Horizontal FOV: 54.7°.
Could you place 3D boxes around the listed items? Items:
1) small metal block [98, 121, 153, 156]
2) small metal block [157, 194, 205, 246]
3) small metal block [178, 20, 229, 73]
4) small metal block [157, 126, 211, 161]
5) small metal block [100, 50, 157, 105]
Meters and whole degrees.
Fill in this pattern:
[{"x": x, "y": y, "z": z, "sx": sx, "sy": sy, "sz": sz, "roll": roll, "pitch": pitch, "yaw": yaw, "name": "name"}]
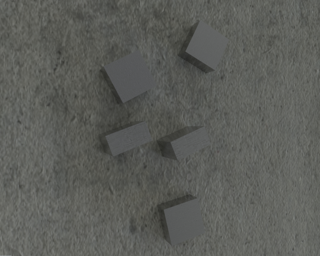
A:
[{"x": -0.044, "y": 0.012, "z": 0.380, "sx": 0.050, "sy": 0.050, "sz": 0.025, "roll": -22, "pitch": 98, "yaw": -19, "name": "small metal block"}, {"x": 0.029, "y": 0.124, "z": 0.421, "sx": 0.050, "sy": 0.025, "sz": 0.050, "roll": -14, "pitch": 95, "yaw": -20, "name": "small metal block"}, {"x": 0.061, "y": -0.112, "z": 0.433, "sx": 0.050, "sy": 0.025, "sz": 0.050, "roll": 28, "pitch": 81, "yaw": -18, "name": "small metal block"}, {"x": 0.030, "y": 0.019, "z": 0.408, "sx": 0.050, "sy": 0.050, "sz": 0.025, "roll": -24, "pitch": 99, "yaw": -19, "name": "small metal block"}, {"x": -0.040, "y": -0.064, "z": 0.395, "sx": 0.050, "sy": 0.025, "sz": 0.050, "roll": -30, "pitch": 100, "yaw": -18, "name": "small metal block"}]
